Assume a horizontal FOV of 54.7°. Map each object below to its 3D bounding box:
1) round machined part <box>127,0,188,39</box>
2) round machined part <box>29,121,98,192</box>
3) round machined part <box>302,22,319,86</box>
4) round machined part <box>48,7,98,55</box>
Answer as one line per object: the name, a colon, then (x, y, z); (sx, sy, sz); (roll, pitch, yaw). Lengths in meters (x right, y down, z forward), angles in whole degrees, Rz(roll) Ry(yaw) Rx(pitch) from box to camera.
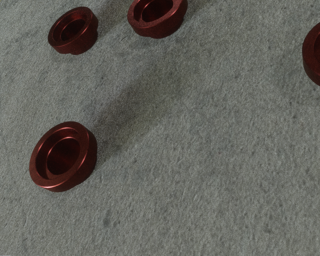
round machined part: (0.000, -0.185, 0.505); (0.098, 0.042, 0.098); (-13, 56, 20)
round machined part: (-0.128, 0.043, 0.432); (0.098, 0.042, 0.098); (-13, 56, 20)
round machined part: (0.207, -0.076, 0.331); (0.098, 0.042, 0.098); (-13, 56, 20)
round machined part: (-0.157, -0.176, 0.581); (0.098, 0.042, 0.098); (-13, 56, 20)
